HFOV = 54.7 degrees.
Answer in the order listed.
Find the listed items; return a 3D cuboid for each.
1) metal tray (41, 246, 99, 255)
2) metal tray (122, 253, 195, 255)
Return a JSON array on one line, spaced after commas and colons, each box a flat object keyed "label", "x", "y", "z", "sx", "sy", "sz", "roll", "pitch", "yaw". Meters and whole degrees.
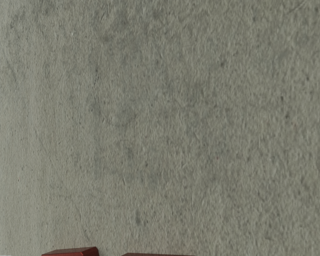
[{"label": "metal tray", "x": -0.148, "y": 0.253, "z": 0.521, "sx": 0.130, "sy": 0.030, "sz": 0.090, "roll": -21, "pitch": 77, "yaw": 37}, {"label": "metal tray", "x": -0.003, "y": 0.214, "z": 0.402, "sx": 0.130, "sy": 0.030, "sz": 0.090, "roll": -16, "pitch": 80, "yaw": 38}]
